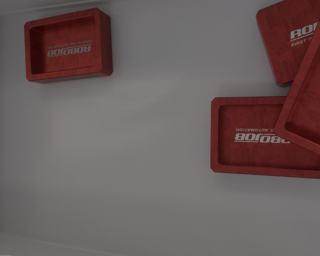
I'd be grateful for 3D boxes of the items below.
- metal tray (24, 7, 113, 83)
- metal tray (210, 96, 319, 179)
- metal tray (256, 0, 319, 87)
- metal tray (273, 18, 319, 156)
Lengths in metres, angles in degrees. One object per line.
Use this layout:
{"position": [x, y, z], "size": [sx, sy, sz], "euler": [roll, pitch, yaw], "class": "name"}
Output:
{"position": [-0.136, -0.117, 0.455], "size": [0.130, 0.030, 0.089], "euler": [-3, 89, 19], "class": "metal tray"}
{"position": [0.127, 0.009, 0.362], "size": [0.130, 0.030, 0.089], "euler": [1, 90, 20], "class": "metal tray"}
{"position": [0.184, -0.108, 0.343], "size": [0.130, 0.030, 0.090], "euler": [-17, 84, 19], "class": "metal tray"}
{"position": [0.175, -0.035, 0.292], "size": [0.090, 0.030, 0.129], "euler": [29, 119, 28], "class": "metal tray"}
